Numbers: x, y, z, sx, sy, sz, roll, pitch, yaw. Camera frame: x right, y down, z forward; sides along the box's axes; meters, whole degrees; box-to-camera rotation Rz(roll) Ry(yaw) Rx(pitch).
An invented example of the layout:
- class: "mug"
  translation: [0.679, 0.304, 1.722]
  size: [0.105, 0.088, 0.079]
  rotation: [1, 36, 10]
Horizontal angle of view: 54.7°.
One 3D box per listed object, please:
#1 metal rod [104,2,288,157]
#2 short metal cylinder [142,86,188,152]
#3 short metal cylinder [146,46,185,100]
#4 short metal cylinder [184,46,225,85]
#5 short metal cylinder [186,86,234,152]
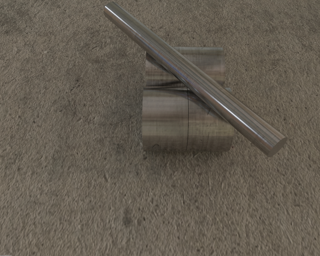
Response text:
- class: "metal rod"
  translation: [0.020, -0.075, 0.364]
  size: [0.025, 0.025, 0.300]
  rotation: [-29, 56, -22]
- class: "short metal cylinder"
  translation: [0.006, -0.011, 0.378]
  size: [0.050, 0.080, 0.080]
  rotation: [1, 50, 0]
- class: "short metal cylinder"
  translation: [0.007, -0.073, 0.430]
  size: [0.050, 0.080, 0.080]
  rotation: [1, 50, 0]
- class: "short metal cylinder"
  translation: [0.058, -0.072, 0.430]
  size: [0.050, 0.080, 0.080]
  rotation: [1, 50, 0]
- class: "short metal cylinder"
  translation: [0.057, -0.011, 0.379]
  size: [0.050, 0.080, 0.080]
  rotation: [1, 50, 0]
